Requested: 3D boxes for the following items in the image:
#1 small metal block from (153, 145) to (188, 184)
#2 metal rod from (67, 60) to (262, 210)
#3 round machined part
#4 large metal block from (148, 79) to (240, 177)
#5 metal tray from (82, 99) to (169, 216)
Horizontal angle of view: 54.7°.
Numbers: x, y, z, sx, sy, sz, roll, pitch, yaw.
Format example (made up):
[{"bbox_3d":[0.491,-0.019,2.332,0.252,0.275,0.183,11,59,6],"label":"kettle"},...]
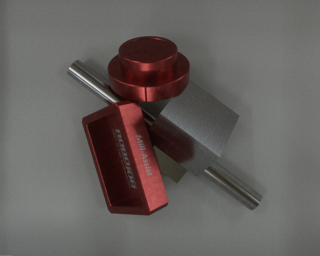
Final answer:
[{"bbox_3d":[0.008,0.042,0.397,0.050,0.050,0.025,38,90,-1],"label":"small metal block"},{"bbox_3d":[0.007,0.010,0.410,0.301,0.025,0.025,37,90,-1],"label":"metal rod"},{"bbox_3d":[-0.013,-0.077,0.371,0.099,0.098,0.042,-2,131,-1],"label":"round machined part"},{"bbox_3d":[0.040,-0.002,0.378,0.080,0.050,0.080,37,47,0],"label":"large metal block"},{"bbox_3d":[-0.046,0.038,0.378,0.030,0.090,0.129,-17,90,-41],"label":"metal tray"}]
